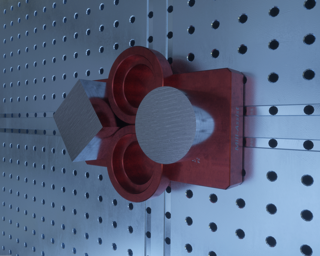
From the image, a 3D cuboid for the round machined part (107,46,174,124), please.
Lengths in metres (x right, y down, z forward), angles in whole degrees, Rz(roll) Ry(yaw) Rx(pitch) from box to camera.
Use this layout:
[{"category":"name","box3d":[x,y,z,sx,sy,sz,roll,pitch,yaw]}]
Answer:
[{"category":"round machined part","box3d":[-0.020,-0.054,0.403,0.098,0.042,0.097,0,90,40]}]

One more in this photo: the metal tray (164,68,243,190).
[{"category":"metal tray","box3d":[0.049,0.000,0.363,0.090,0.030,0.129,1,91,40]}]

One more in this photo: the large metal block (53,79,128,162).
[{"category":"large metal block","box3d":[-0.097,-0.010,0.434,0.080,0.050,0.080,-44,64,31]}]

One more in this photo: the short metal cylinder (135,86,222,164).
[{"category":"short metal cylinder","box3d":[0.020,-0.003,0.337,0.080,0.050,0.079,0,90,40]}]

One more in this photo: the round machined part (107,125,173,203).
[{"category":"round machined part","box3d":[-0.021,0.044,0.404,0.098,0.042,0.097,0,90,40]}]

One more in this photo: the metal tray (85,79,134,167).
[{"category":"metal tray","box3d":[-0.072,-0.008,0.465,0.090,0.030,0.129,1,91,38]}]
